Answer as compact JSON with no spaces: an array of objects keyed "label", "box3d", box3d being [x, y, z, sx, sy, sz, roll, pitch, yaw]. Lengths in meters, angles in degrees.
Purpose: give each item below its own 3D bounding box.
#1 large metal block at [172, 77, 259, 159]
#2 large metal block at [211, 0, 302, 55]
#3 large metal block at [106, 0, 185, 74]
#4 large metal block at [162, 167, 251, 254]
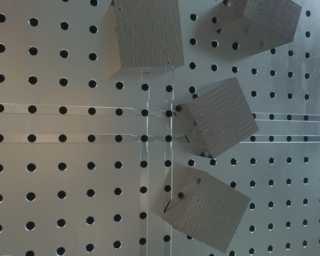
[{"label":"large metal block","box3d":[0.076,-0.014,0.427,0.080,0.050,0.080,-29,100,-18]},{"label":"large metal block","box3d":[0.131,-0.149,0.431,0.080,0.080,0.050,19,84,-19]},{"label":"large metal block","box3d":[-0.020,-0.113,0.392,0.081,0.050,0.080,-7,92,-20]},{"label":"large metal block","box3d":[0.063,0.110,0.422,0.080,0.050,0.080,32,80,-17]}]
